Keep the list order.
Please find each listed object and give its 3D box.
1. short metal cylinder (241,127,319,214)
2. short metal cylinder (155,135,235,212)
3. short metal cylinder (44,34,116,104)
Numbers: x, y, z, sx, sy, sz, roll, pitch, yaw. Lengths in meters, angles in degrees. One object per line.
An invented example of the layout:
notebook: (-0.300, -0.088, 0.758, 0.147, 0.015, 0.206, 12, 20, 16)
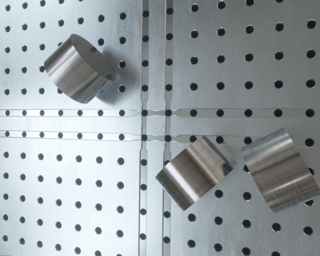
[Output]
short metal cylinder: (0.131, 0.046, 0.337, 0.050, 0.080, 0.080, -29, 81, 17)
short metal cylinder: (0.041, 0.054, 0.368, 0.080, 0.080, 0.050, -44, 77, 14)
short metal cylinder: (-0.107, -0.079, 0.420, 0.050, 0.080, 0.080, -39, 78, 16)
